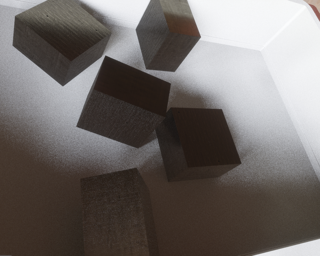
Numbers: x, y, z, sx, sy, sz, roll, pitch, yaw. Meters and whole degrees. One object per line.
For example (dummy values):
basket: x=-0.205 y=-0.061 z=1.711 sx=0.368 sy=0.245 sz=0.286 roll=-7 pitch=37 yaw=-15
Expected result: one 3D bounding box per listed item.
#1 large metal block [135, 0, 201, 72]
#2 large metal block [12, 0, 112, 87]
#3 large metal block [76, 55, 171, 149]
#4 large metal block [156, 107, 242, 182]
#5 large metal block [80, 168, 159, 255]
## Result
large metal block: x=0.009 y=-0.142 z=0.463 sx=0.050 sy=0.080 sz=0.080 roll=0 pitch=62 yaw=-29
large metal block: x=-0.123 y=-0.113 z=0.393 sx=0.080 sy=0.050 sz=0.080 roll=40 pitch=51 yaw=-2
large metal block: x=-0.044 y=-0.026 z=0.364 sx=0.080 sy=0.080 sz=0.050 roll=21 pitch=54 yaw=-16
large metal block: x=0.047 y=0.021 z=0.404 sx=0.081 sy=0.050 sz=0.080 roll=0 pitch=62 yaw=-29
large metal block: x=-0.034 y=0.091 z=0.288 sx=0.050 sy=0.080 sz=0.080 roll=-12 pitch=64 yaw=1
